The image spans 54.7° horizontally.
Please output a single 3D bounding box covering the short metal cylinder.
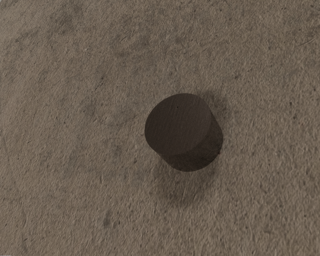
[{"bbox_3d":[0.029,0.006,0.368,0.080,0.050,0.080,-13,56,20],"label":"short metal cylinder"}]
